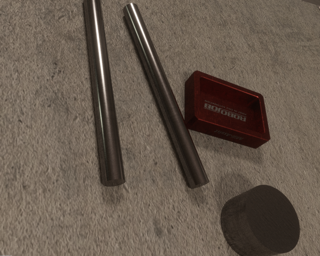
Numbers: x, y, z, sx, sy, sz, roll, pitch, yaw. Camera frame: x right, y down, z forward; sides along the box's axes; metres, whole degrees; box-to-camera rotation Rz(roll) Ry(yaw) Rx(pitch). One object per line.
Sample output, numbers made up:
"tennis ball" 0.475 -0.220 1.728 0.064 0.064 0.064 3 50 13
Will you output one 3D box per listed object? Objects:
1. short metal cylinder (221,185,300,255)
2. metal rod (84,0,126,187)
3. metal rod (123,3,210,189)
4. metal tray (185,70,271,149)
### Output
"short metal cylinder" 0.124 0.117 0.385 0.081 0.050 0.080 14 56 -21
"metal rod" -0.077 -0.071 0.406 0.025 0.025 0.299 3 60 -27
"metal rod" 0.002 -0.059 0.442 0.025 0.025 0.299 -7 65 -32
"metal tray" 0.102 -0.027 0.474 0.131 0.030 0.090 16 55 -20
